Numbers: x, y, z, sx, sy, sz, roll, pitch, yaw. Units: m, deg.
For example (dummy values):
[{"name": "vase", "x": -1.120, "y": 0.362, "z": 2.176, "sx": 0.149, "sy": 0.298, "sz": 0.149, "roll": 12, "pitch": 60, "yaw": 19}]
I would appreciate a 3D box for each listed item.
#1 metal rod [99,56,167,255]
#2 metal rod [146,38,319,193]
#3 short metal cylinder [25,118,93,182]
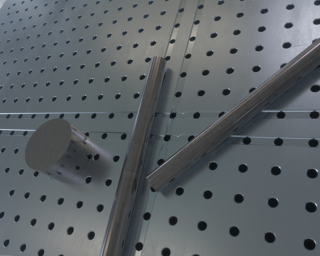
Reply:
[{"name": "metal rod", "x": -0.031, "y": 0.031, "z": 0.405, "sx": 0.025, "sy": 0.025, "sz": 0.300, "roll": -2, "pitch": 61, "yaw": 27}, {"name": "metal rod", "x": 0.108, "y": -0.026, "z": 0.367, "sx": 0.300, "sy": 0.025, "sz": 0.025, "roll": -39, "pitch": 51, "yaw": 1}, {"name": "short metal cylinder", "x": -0.145, "y": 0.033, "z": 0.448, "sx": 0.080, "sy": 0.050, "sz": 0.080, "roll": -13, "pitch": 56, "yaw": 21}]
